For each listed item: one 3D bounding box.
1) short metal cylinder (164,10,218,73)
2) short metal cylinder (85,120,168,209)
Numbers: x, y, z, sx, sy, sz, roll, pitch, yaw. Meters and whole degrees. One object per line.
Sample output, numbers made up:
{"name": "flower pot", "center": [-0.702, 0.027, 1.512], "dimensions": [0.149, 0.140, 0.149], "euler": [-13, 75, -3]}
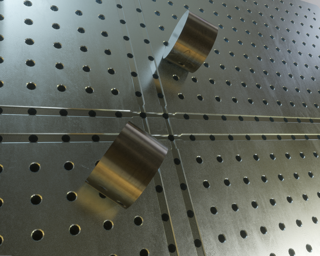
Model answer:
{"name": "short metal cylinder", "center": [0.046, -0.132, 0.478], "dimensions": [0.050, 0.080, 0.080], "euler": [25, 53, -13]}
{"name": "short metal cylinder", "center": [-0.035, 0.038, 0.330], "dimensions": [0.050, 0.080, 0.080], "euler": [36, 51, -5]}
